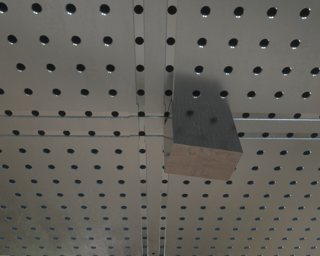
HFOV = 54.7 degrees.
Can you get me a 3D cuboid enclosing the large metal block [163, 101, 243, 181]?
[{"bbox_3d":[0.049,0.015,0.389,0.081,0.080,0.050,8,130,-8],"label":"large metal block"}]
